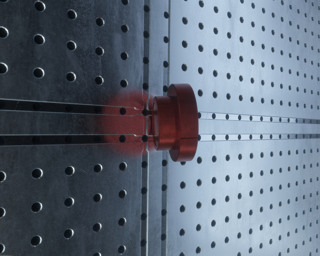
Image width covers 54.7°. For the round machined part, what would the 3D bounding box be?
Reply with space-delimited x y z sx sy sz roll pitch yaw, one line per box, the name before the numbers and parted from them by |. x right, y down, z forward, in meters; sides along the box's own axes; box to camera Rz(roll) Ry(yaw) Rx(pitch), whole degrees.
round machined part | 0.015 -0.006 0.387 0.042 0.098 0.097 -2 92 -9
